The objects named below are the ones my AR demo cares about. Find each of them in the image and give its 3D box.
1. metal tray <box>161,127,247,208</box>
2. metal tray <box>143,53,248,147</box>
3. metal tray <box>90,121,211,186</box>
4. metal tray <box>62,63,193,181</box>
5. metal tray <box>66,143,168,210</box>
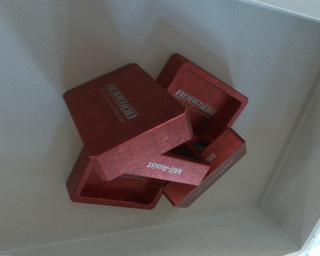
[{"bbox_3d":[0.069,0.062,0.456,0.130,0.030,0.090,-43,158,2],"label":"metal tray"},{"bbox_3d":[0.048,-0.030,0.413,0.131,0.030,0.090,23,106,-37],"label":"metal tray"},{"bbox_3d":[-0.013,0.023,0.371,0.131,0.090,0.030,17,110,-35],"label":"metal tray"},{"bbox_3d":[-0.038,-0.015,0.308,0.091,0.130,0.030,-26,128,-12],"label":"metal tray"},{"bbox_3d":[-0.046,0.061,0.416,0.131,0.030,0.089,17,109,-35],"label":"metal tray"}]
